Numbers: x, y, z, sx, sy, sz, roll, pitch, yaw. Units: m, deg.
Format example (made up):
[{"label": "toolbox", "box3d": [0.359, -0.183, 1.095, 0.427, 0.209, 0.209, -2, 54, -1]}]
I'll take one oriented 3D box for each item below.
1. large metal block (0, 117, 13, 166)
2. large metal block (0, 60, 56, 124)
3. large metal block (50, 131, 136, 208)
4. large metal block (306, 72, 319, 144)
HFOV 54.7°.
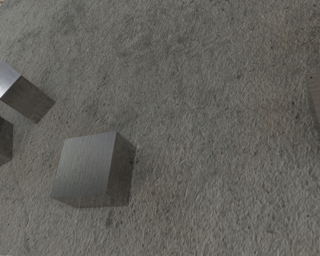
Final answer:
[{"label": "large metal block", "box3d": [-0.303, 0.030, 0.529, 0.080, 0.050, 0.080, -28, 52, 11]}, {"label": "large metal block", "box3d": [-0.241, -0.061, 0.533, 0.080, 0.080, 0.050, 32, 80, 38]}, {"label": "large metal block", "box3d": [-0.083, 0.056, 0.397, 0.080, 0.050, 0.080, -9, 58, 23]}, {"label": "large metal block", "box3d": [0.193, -0.015, 0.296, 0.080, 0.050, 0.080, -12, 57, 21]}]
